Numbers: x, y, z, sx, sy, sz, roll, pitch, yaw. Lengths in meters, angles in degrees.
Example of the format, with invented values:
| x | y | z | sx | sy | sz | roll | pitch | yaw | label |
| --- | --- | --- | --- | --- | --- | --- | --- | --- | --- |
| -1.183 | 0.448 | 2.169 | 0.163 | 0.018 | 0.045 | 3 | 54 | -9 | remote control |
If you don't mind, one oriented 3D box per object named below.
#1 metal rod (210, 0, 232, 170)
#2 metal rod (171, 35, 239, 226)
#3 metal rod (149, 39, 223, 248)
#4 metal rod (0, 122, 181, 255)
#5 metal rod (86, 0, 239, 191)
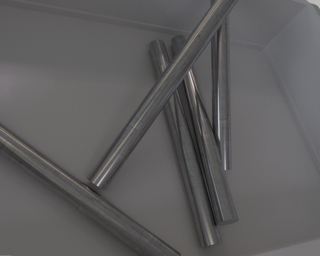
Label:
| x | y | z | sx | sy | sz | roll | pitch | yaw | label |
| --- | --- | --- | --- | --- | --- | --- | --- | --- | --- |
| 0.083 | -0.093 | 0.426 | 0.025 | 0.025 | 0.298 | 1 | 87 | -28 | metal rod |
| 0.054 | -0.018 | 0.431 | 0.025 | 0.025 | 0.299 | 6 | 55 | -25 | metal rod |
| 0.027 | 0.003 | 0.418 | 0.025 | 0.025 | 0.299 | 0 | 62 | -28 | metal rod |
| -0.106 | 0.052 | 0.316 | 0.301 | 0.025 | 0.025 | 37 | 51 | -4 | metal rod |
| 0.013 | -0.059 | 0.370 | 0.025 | 0.025 | 0.300 | 36 | 76 | -5 | metal rod |
